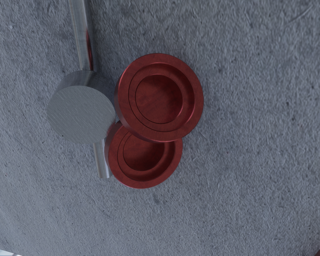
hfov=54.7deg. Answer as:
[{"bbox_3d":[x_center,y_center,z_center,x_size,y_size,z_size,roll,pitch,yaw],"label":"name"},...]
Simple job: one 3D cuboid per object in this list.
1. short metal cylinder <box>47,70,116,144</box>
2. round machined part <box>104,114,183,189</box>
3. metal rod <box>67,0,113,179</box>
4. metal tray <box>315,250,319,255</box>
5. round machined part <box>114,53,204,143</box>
[{"bbox_3d":[-0.095,-0.027,0.391,0.081,0.050,0.079,-2,121,-4],"label":"short metal cylinder"},{"bbox_3d":[-0.024,0.025,0.399,0.042,0.099,0.097,32,144,62],"label":"round machined part"},{"bbox_3d":[-0.092,-0.055,0.419,0.025,0.025,0.298,11,123,21],"label":"metal rod"},{"bbox_3d":[0.238,0.220,0.414,0.090,0.030,0.129,22,127,14],"label":"metal tray"},{"bbox_3d":[-0.004,-0.031,0.352,0.098,0.098,0.042,51,160,-8],"label":"round machined part"}]
